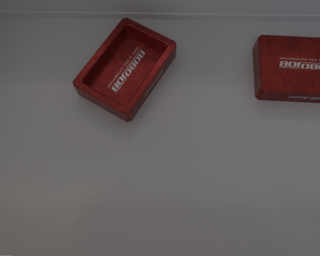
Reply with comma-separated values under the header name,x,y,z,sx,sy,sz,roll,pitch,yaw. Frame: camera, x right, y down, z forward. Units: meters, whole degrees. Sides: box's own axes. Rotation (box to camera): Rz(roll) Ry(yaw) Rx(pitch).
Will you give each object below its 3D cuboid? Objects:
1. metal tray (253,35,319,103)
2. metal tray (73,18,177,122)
name,x,y,z,sx,sy,sz,roll,pitch,yaw
metal tray,0.202,-0.083,0.439,0.131,0.030,0.090,3,70,1
metal tray,-0.047,-0.084,0.437,0.090,0.030,0.130,30,72,10
